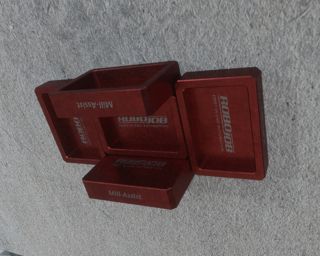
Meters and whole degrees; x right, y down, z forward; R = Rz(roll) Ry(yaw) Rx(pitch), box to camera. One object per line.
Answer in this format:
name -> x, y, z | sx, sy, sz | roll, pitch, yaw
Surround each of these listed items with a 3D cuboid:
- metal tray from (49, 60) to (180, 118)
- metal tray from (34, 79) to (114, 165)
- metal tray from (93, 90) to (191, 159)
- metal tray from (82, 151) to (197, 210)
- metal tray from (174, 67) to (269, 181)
metal tray -> -0.051, -0.046, 0.363 | 0.130, 0.090, 0.030 | 0, 119, 27
metal tray -> -0.123, -0.007, 0.463 | 0.090, 0.030, 0.129 | 0, 119, 27
metal tray -> -0.025, -0.007, 0.412 | 0.130, 0.030, 0.089 | 1, 119, 27
metal tray -> -0.025, 0.060, 0.413 | 0.130, 0.090, 0.030 | 1, 119, 27
metal tray -> 0.074, -0.002, 0.364 | 0.090, 0.030, 0.129 | 0, 119, 27
